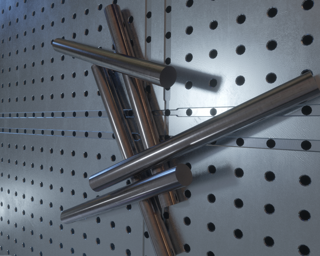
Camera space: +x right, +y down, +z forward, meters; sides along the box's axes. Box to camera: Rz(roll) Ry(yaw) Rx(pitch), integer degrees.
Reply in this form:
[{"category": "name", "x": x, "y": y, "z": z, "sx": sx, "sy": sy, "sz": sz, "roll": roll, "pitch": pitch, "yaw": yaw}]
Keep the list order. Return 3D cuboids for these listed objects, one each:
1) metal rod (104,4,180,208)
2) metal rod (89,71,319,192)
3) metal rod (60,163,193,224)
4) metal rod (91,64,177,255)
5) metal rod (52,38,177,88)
[{"category": "metal rod", "x": -0.029, "y": -0.040, "z": 0.431, "sx": 0.025, "sy": 0.025, "sz": 0.299, "roll": -27, "pitch": 73, "yaw": 36}, {"category": "metal rod", "x": 0.028, "y": 0.017, "z": 0.360, "sx": 0.300, "sy": 0.025, "sz": 0.025, "roll": -27, "pitch": 73, "yaw": 28}, {"category": "metal rod", "x": -0.068, "y": 0.103, "z": 0.436, "sx": 0.299, "sy": 0.025, "sz": 0.025, "roll": -29, "pitch": 72, "yaw": 44}, {"category": "metal rod", "x": -0.043, "y": 0.036, "z": 0.442, "sx": 0.025, "sy": 0.025, "sz": 0.299, "roll": -34, "pitch": 70, "yaw": 35}, {"category": "metal rod", "x": -0.086, "y": -0.103, "z": 0.449, "sx": 0.300, "sy": 0.025, "sz": 0.025, "roll": 26, "pitch": 106, "yaw": 45}]
